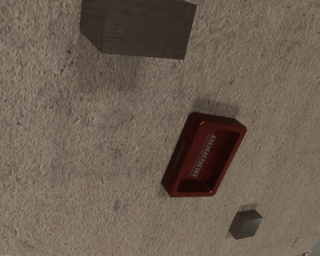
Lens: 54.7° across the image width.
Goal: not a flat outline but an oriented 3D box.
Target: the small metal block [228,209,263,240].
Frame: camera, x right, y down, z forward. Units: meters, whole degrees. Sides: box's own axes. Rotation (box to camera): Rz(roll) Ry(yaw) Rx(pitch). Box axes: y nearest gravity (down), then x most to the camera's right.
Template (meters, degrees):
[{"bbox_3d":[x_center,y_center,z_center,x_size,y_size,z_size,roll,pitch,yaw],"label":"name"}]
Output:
[{"bbox_3d":[0.173,0.195,0.625,0.050,0.025,0.050,2,118,-30],"label":"small metal block"}]

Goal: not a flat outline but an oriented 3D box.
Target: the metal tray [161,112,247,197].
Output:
[{"bbox_3d":[0.066,0.044,0.468,0.091,0.030,0.129,7,115,-32],"label":"metal tray"}]

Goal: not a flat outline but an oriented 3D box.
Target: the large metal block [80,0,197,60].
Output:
[{"bbox_3d":[-0.025,-0.104,0.294,0.081,0.080,0.050,-2,120,-28],"label":"large metal block"}]
